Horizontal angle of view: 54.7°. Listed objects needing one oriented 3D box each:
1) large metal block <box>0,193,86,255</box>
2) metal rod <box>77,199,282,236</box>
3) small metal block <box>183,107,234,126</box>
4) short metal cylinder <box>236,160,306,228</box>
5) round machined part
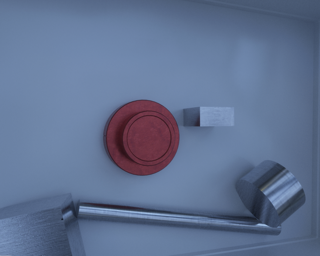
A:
[{"bbox_3d":[-0.133,0.124,0.338,0.081,0.050,0.080,-12,95,-3],"label":"large metal block"},{"bbox_3d":[0.040,0.126,0.426,0.302,0.025,0.025,11,86,-20],"label":"metal rod"},{"bbox_3d":[0.066,-0.015,0.423,0.050,0.050,0.025,-1,91,-20],"label":"small metal block"},{"bbox_3d":[0.155,0.093,0.441,0.050,0.080,0.080,-33,101,-17],"label":"short metal cylinder"},{"bbox_3d":[-0.020,0.012,0.395,0.099,0.042,0.097,0,90,-21],"label":"round machined part"}]
